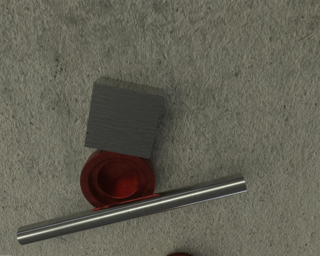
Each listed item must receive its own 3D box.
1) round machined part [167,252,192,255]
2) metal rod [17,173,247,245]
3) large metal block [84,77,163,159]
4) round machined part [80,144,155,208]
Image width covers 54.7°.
[{"bbox_3d":[0.032,0.238,0.489,0.099,0.042,0.097,0,110,0],"label":"round machined part"},{"bbox_3d":[-0.039,0.107,0.403,0.301,0.025,0.025,-15,110,5],"label":"metal rod"},{"bbox_3d":[-0.044,-0.014,0.389,0.081,0.050,0.079,11,107,-4],"label":"large metal block"},{"bbox_3d":[-0.055,0.066,0.424,0.099,0.042,0.097,0,111,0],"label":"round machined part"}]
